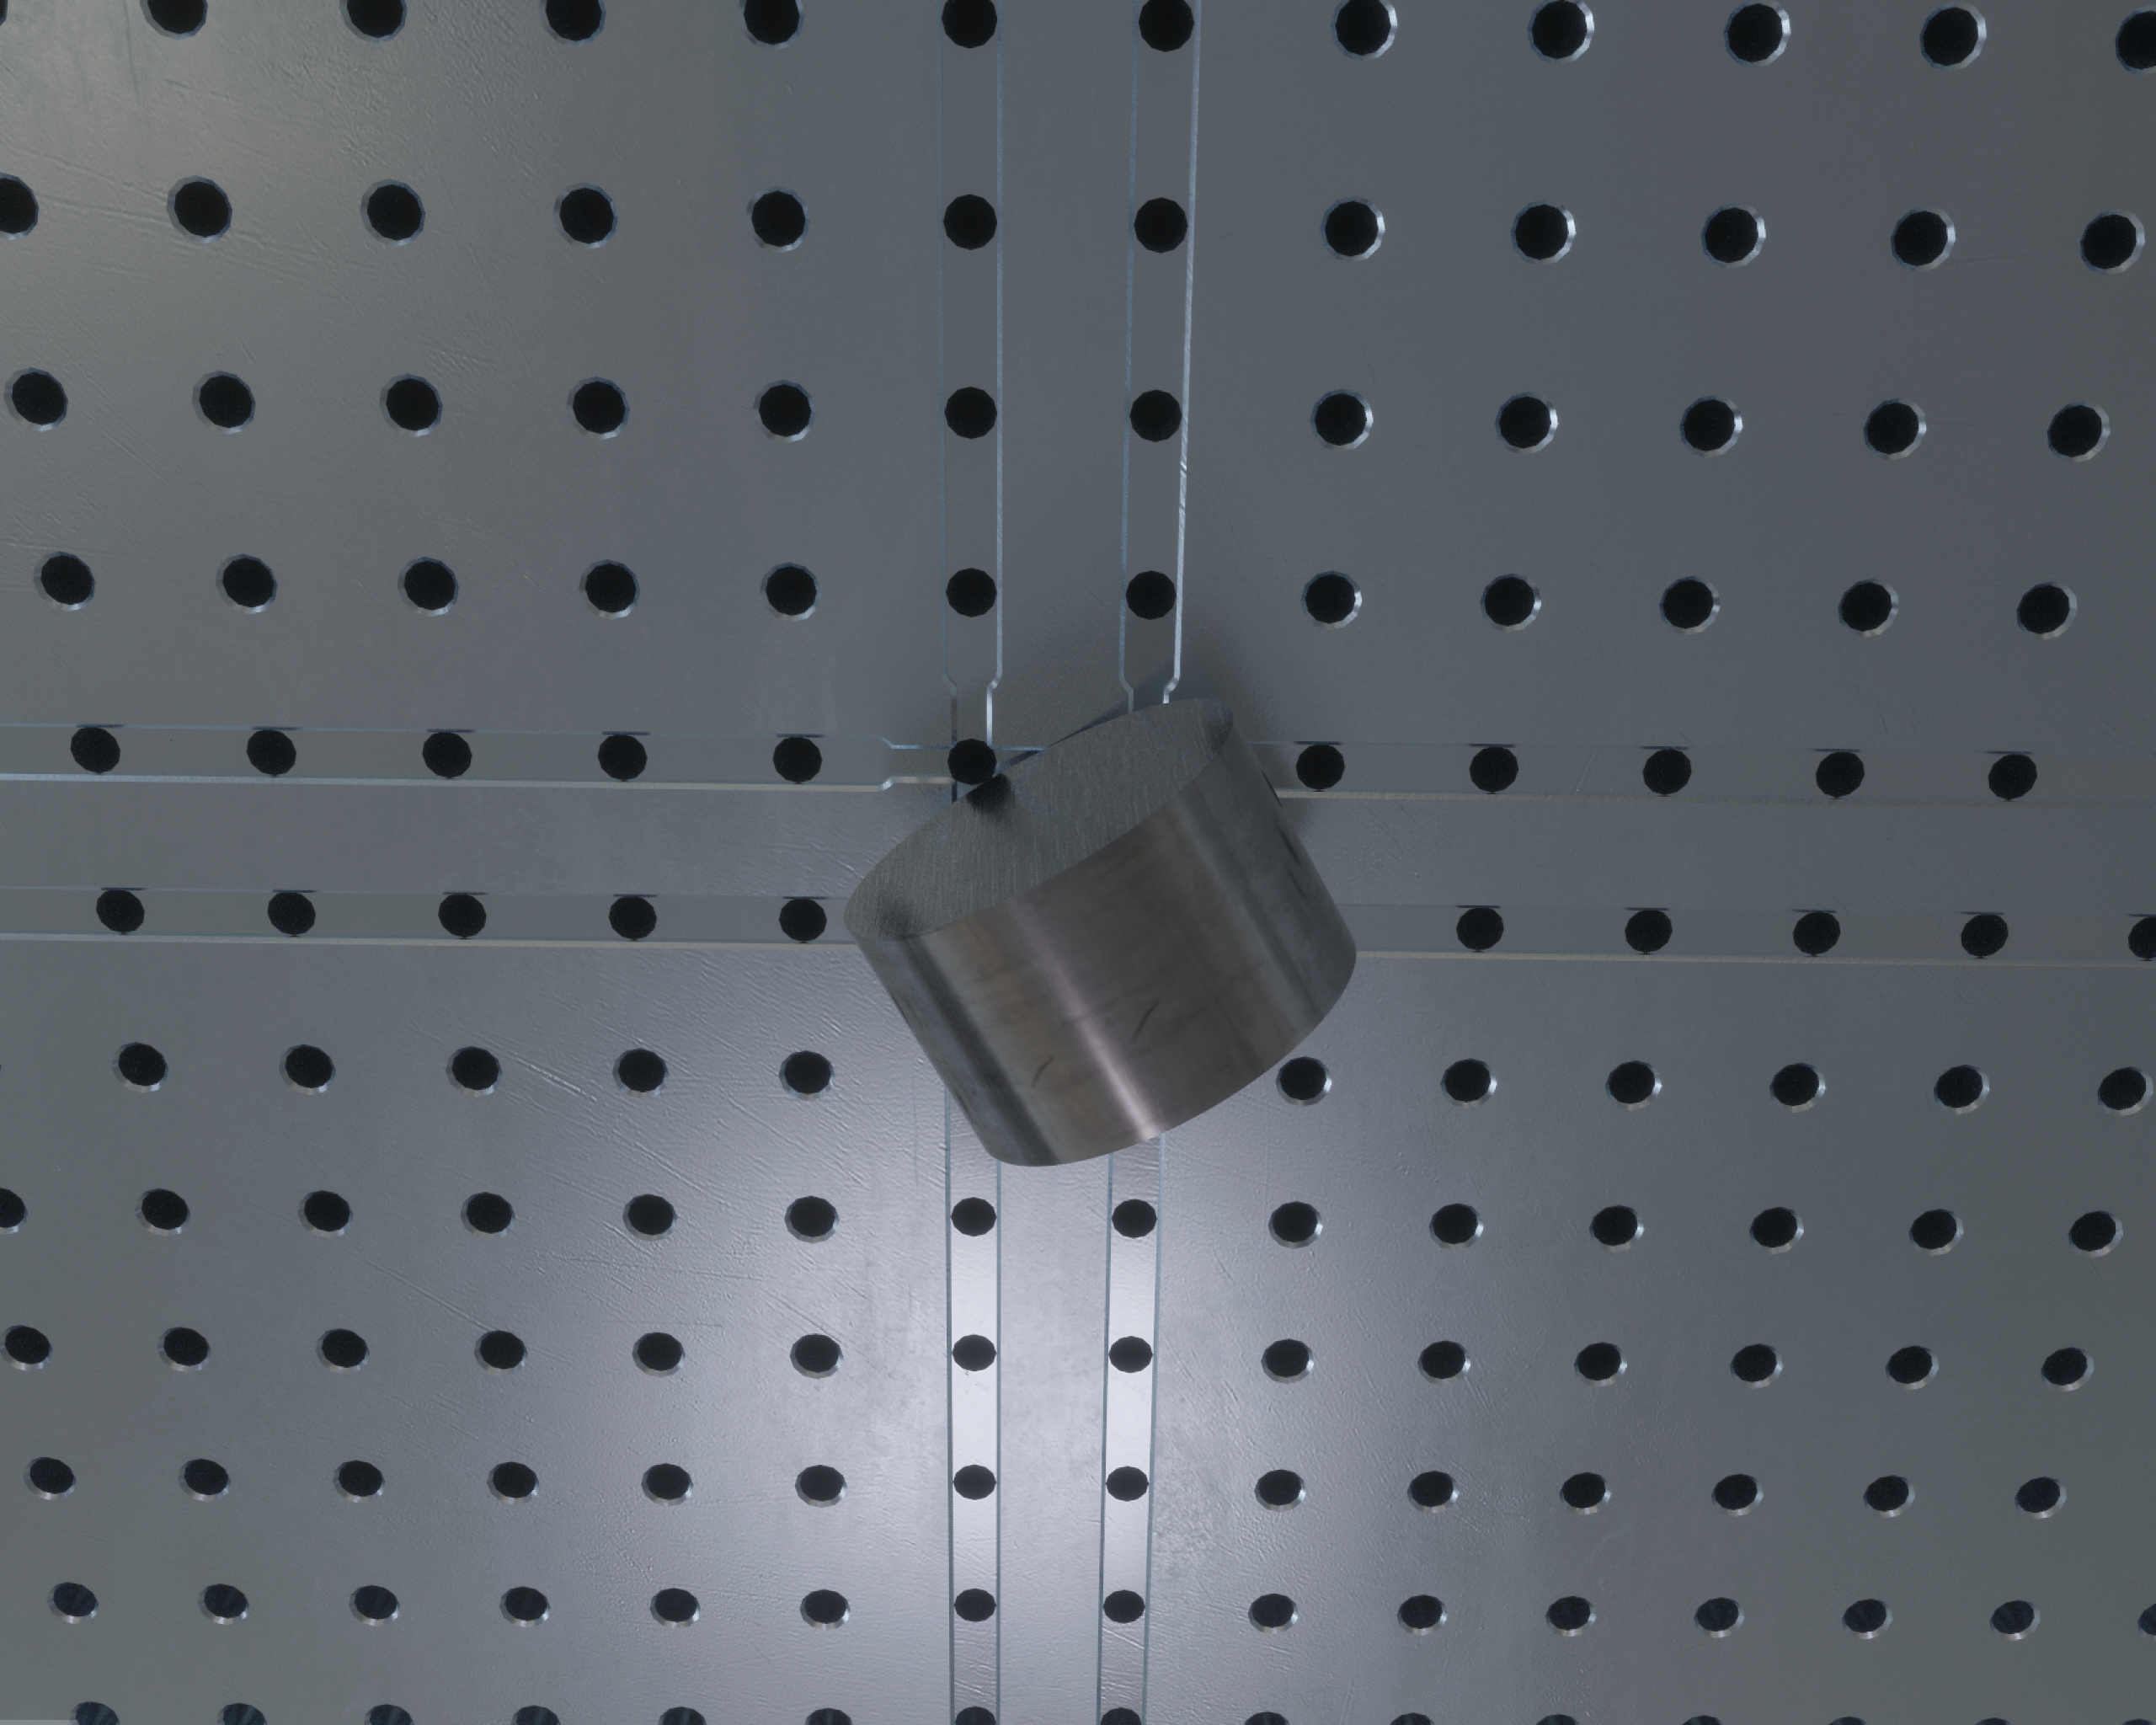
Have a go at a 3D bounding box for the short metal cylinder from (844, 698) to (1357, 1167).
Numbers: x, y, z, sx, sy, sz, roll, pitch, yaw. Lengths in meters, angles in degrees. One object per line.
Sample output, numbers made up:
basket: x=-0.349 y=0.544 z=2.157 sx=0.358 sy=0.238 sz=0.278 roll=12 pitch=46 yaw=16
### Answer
short metal cylinder: x=0.004 y=0.012 z=0.388 sx=0.080 sy=0.080 sz=0.050 roll=-27 pitch=107 yaw=9
